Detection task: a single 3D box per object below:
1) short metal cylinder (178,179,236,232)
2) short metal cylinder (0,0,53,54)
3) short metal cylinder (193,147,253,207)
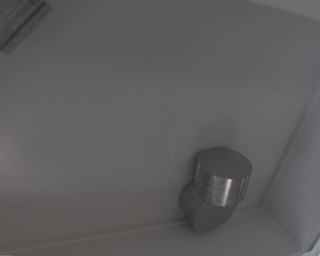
[{"bbox_3d":[0.078,0.124,0.511,0.081,0.050,0.079,-14,124,-21],"label":"short metal cylinder"},{"bbox_3d":[-0.131,-0.104,0.237,0.050,0.080,0.080,-45,129,3],"label":"short metal cylinder"},{"bbox_3d":[0.093,0.072,0.468,0.081,0.080,0.050,-8,122,-24],"label":"short metal cylinder"}]
